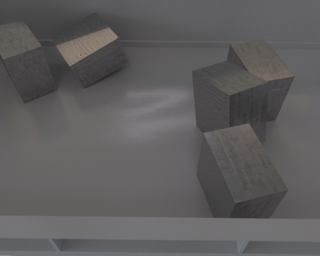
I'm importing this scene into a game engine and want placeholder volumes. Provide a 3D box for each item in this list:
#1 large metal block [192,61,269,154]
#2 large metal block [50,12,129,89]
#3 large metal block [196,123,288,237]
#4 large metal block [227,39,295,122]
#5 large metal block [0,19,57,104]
[{"bbox_3d":[0.084,-0.027,0.379,0.050,0.080,0.080,-20,35,-16],"label":"large metal block"},{"bbox_3d":[-0.108,-0.120,0.477,0.080,0.050,0.080,-33,57,-8],"label":"large metal block"},{"bbox_3d":[0.079,0.055,0.323,0.050,0.080,0.080,-12,51,-9],"label":"large metal block"},{"bbox_3d":[0.127,-0.062,0.422,0.050,0.080,0.080,-11,51,-9],"label":"large metal block"},{"bbox_3d":[-0.198,-0.097,0.449,0.050,0.080,0.080,-28,55,-21],"label":"large metal block"}]
